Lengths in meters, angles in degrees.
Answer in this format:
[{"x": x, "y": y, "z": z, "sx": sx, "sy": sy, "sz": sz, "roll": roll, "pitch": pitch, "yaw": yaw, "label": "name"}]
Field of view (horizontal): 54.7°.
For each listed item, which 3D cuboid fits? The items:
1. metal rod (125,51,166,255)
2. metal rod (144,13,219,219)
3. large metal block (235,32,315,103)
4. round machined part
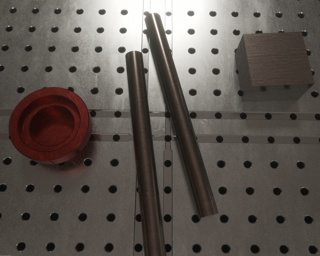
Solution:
[{"x": -0.020, "y": 0.034, "z": 0.398, "sx": 0.025, "sy": 0.025, "sz": 0.299, "roll": -6, "pitch": 70, "yaw": -3, "label": "metal rod"}, {"x": 0.024, "y": -0.030, "z": 0.423, "sx": 0.025, "sy": 0.025, "sz": 0.299, "roll": -13, "pitch": 71, "yaw": -5, "label": "metal rod"}, {"x": 0.155, "y": -0.084, "z": 0.431, "sx": 0.081, "sy": 0.050, "sz": 0.080, "roll": -3, "pitch": 70, "yaw": -2, "label": "large metal block"}, {"x": -0.137, "y": 0.000, "z": 0.401, "sx": 0.099, "sy": 0.042, "sz": 0.098, "roll": 0, "pitch": 70, "yaw": -1, "label": "round machined part"}]
